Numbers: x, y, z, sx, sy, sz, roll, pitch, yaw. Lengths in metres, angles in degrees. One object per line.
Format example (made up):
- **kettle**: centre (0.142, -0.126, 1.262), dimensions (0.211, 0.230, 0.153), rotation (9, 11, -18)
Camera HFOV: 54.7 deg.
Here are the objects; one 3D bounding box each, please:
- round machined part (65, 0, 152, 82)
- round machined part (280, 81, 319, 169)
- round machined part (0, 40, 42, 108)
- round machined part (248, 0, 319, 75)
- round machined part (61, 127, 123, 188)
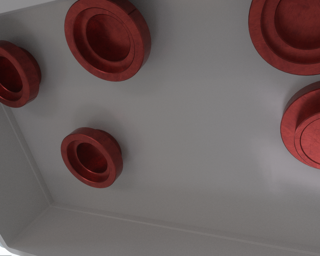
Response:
- **round machined part**: centre (-0.055, -0.106, 0.355), dimensions (0.098, 0.042, 0.097), rotation (13, 132, 16)
- **round machined part**: centre (0.172, 0.004, 0.309), dimensions (0.098, 0.042, 0.097), rotation (13, 124, 21)
- **round machined part**: centre (-0.218, -0.083, 0.462), dimensions (0.098, 0.042, 0.097), rotation (13, 124, 21)
- **round machined part**: centre (0.130, -0.099, 0.268), dimensions (0.098, 0.042, 0.097), rotation (13, 124, 21)
- **round machined part**: centre (-0.099, 0.041, 0.475), dimensions (0.098, 0.042, 0.097), rotation (13, 124, 21)
